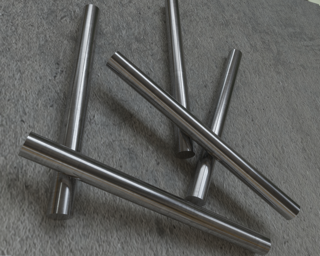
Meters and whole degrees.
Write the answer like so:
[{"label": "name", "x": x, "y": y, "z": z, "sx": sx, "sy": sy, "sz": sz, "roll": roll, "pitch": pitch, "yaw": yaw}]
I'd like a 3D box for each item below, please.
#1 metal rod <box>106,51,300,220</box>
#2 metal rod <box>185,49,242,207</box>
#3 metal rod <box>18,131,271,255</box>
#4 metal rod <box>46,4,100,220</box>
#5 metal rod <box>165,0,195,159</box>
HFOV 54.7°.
[{"label": "metal rod", "x": 0.055, "y": 0.010, "z": 0.393, "sx": 0.300, "sy": 0.025, "sz": 0.025, "roll": 40, "pitch": 51, "yaw": -1}, {"label": "metal rod", "x": 0.089, "y": -0.021, "z": 0.464, "sx": 0.025, "sy": 0.025, "sz": 0.300, "roll": 30, "pitch": 52, "yaw": -9}, {"label": "metal rod", "x": 0.001, "y": 0.080, "z": 0.335, "sx": 0.301, "sy": 0.025, "sz": 0.025, "roll": 27, "pitch": 52, "yaw": -19}, {"label": "metal rod", "x": -0.098, "y": -0.042, "z": 0.376, "sx": 0.025, "sy": 0.025, "sz": 0.299, "roll": 13, "pitch": 56, "yaw": -21}, {"label": "metal rod", "x": 0.027, "y": -0.094, "z": 0.475, "sx": 0.025, "sy": 0.025, "sz": 0.299, "roll": 11, "pitch": 57, "yaw": -22}]
